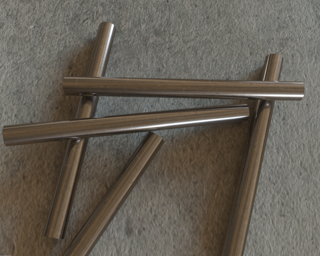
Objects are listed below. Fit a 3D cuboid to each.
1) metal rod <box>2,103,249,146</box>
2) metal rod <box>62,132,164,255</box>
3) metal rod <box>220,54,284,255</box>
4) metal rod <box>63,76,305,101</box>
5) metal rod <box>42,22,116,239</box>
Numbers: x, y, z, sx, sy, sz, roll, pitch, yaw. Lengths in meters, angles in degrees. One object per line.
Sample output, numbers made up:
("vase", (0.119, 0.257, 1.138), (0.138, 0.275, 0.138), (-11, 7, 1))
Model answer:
("metal rod", (-0.033, -0.006, 0.391), (0.302, 0.025, 0.025), (-6, 70, -10))
("metal rod", (-0.086, 0.130, 0.359), (0.025, 0.025, 0.300), (31, 73, 10))
("metal rod", (0.120, 0.034, 0.397), (0.025, 0.025, 0.299), (17, 71, 5))
("metal rod", (0.030, -0.051, 0.399), (0.302, 0.025, 0.025), (1, 70, 0))
("metal rod", (-0.101, -0.011, 0.411), (0.025, 0.025, 0.299), (9, 70, 3))
